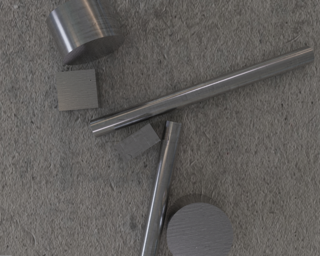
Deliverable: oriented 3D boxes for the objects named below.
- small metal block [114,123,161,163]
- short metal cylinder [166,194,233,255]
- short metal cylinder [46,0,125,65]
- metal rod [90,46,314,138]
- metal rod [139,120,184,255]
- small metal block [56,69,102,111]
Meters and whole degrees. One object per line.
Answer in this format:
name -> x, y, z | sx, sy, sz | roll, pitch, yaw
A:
small metal block -> -0.027, 0.018, 0.397 | 0.050, 0.050, 0.025 | -33, 90, 0
short metal cylinder -> 0.048, 0.129, 0.398 | 0.081, 0.050, 0.079 | 0, 90, 0
short metal cylinder -> -0.090, -0.118, 0.382 | 0.080, 0.080, 0.050 | -23, 90, 0
metal rod -> 0.055, -0.048, 0.410 | 0.302, 0.025, 0.025 | -19, 90, 0
metal rod -> -0.010, 0.139, 0.409 | 0.025, 0.025, 0.298 | 11, 90, 0
small metal block -> -0.106, -0.049, 0.409 | 0.050, 0.025, 0.050 | -5, 90, 0
